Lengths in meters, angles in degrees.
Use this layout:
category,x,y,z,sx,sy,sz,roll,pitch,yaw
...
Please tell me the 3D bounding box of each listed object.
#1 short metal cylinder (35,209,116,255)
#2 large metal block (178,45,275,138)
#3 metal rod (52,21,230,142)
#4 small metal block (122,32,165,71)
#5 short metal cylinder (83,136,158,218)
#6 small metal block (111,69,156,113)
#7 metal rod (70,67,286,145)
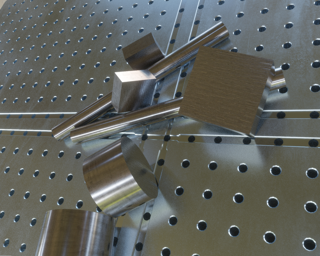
category,x,y,z,sx,sy,sz,roll,pitch,yaw
short metal cylinder,-0.092,0.126,0.344,0.080,0.080,0.050,-10,58,23
large metal block,0.077,-0.040,0.351,0.080,0.050,0.080,18,91,22
metal rod,-0.034,-0.066,0.466,0.300,0.025,0.025,-31,52,8
small metal block,-0.021,-0.108,0.470,0.050,0.050,0.025,-27,53,11
short metal cylinder,-0.044,0.057,0.362,0.050,0.080,0.080,-29,52,10
small metal block,-0.037,-0.051,0.430,0.050,0.050,0.025,-11,44,-29
metal rod,0.010,-0.024,0.417,0.301,0.025,0.025,-15,56,19
